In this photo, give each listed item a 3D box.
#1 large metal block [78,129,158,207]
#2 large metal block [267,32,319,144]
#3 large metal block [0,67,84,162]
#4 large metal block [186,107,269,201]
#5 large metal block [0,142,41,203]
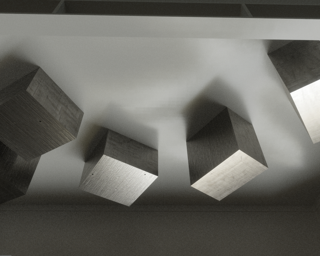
[{"bbox_3d":[-0.058,0.059,0.442,0.080,0.050,0.080,25,125,-21],"label":"large metal block"},{"bbox_3d":[0.167,-0.044,0.338,0.050,0.080,0.080,-27,126,20],"label":"large metal block"},{"bbox_3d":[-0.155,-0.014,0.378,0.080,0.050,0.080,-24,127,19],"label":"large metal block"},{"bbox_3d":[0.082,0.034,0.403,0.050,0.080,0.080,31,123,-24],"label":"large metal block"},{"bbox_3d":[-0.210,0.040,0.404,0.050,0.080,0.080,-22,127,17],"label":"large metal block"}]
